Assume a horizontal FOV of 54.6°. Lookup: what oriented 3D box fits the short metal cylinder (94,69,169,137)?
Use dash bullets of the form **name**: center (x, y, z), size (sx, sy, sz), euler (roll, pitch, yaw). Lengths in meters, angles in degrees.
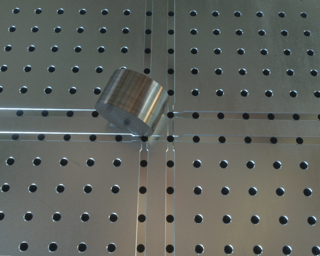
- **short metal cylinder**: center (-0.035, -0.030, 0.394), size (0.080, 0.080, 0.050), euler (22, 72, 8)
